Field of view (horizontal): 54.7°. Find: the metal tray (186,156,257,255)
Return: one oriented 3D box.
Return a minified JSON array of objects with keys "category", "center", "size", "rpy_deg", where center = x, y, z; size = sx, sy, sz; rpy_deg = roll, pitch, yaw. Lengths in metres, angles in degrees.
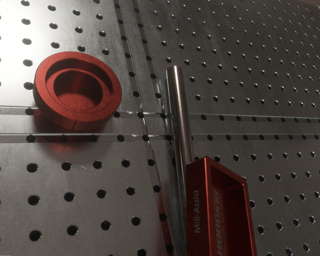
[{"category":"metal tray","center":[0.071,0.108,0.355],"size":[0.090,0.030,0.130],"rpy_deg":[32,45,-35]}]

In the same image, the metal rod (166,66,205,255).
[{"category":"metal rod","center":[0.033,0.043,0.400],"size":[0.025,0.025,0.299],"rpy_deg":[10,58,-24]}]

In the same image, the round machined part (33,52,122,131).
[{"category":"round machined part","center":[-0.099,-0.040,0.369],"size":[0.099,0.042,0.098],"rpy_deg":[14,56,-21]}]
